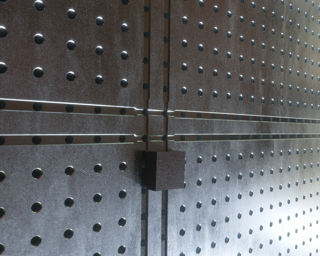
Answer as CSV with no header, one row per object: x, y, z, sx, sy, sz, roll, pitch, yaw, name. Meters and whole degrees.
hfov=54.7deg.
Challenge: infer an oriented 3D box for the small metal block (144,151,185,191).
0.007,0.056,0.417,0.050,0.025,0.050,3,88,-40,small metal block
